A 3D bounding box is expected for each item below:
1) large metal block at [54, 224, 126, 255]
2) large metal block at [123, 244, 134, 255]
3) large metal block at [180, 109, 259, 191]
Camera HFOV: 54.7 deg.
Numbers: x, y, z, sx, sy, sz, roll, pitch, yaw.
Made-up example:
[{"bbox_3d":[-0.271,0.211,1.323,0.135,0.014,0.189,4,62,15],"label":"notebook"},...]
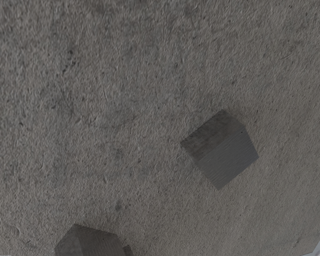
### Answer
[{"bbox_3d":[-0.094,0.191,0.438,0.080,0.080,0.050,31,101,-38],"label":"large metal block"},{"bbox_3d":[-0.068,0.253,0.509,0.080,0.050,0.080,-25,128,-13],"label":"large metal block"},{"bbox_3d":[0.090,0.033,0.460,0.080,0.050,0.080,-39,129,-2],"label":"large metal block"}]
